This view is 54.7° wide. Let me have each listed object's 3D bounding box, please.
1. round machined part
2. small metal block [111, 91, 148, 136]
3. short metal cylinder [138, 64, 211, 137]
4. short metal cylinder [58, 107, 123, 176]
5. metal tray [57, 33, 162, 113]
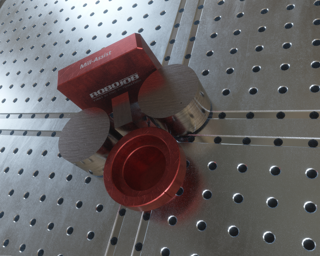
[{"bbox_3d":[-0.014,0.051,0.368,0.098,0.042,0.098,-13,56,21],"label":"round machined part"},{"bbox_3d":[-0.039,-0.012,0.414,0.025,0.050,0.050,-23,53,15],"label":"small metal block"},{"bbox_3d":[0.019,-0.035,0.399,0.080,0.050,0.080,-13,56,21],"label":"short metal cylinder"},{"bbox_3d":[-0.089,0.019,0.422,0.080,0.050,0.080,-13,56,21],"label":"short metal cylinder"},{"bbox_3d":[-0.065,-0.068,0.436,0.130,0.090,0.030,-22,54,16],"label":"metal tray"}]
